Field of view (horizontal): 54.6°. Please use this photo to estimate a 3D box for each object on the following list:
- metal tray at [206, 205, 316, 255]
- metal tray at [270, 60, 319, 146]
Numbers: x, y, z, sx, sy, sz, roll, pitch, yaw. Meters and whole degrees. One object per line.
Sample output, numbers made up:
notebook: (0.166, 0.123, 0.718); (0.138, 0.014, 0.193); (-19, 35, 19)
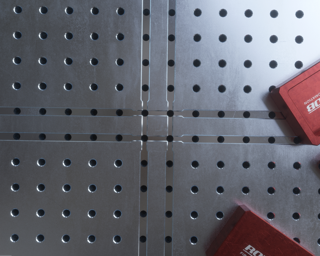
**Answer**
metal tray: (0.139, 0.177, 0.412); (0.130, 0.030, 0.090); (35, 90, 0)
metal tray: (0.228, -0.047, 0.412); (0.130, 0.030, 0.090); (-33, 90, 0)
